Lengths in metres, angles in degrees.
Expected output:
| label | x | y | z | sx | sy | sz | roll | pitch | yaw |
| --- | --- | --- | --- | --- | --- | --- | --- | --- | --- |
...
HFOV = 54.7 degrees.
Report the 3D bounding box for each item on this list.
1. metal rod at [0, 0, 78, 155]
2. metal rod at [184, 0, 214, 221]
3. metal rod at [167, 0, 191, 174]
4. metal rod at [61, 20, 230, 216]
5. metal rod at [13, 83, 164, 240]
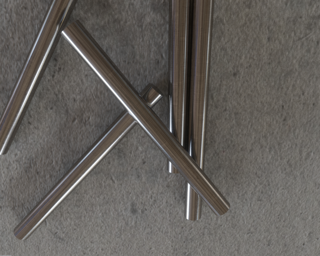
| label | x | y | z | sx | sy | sz | roll | pitch | yaw |
| --- | --- | --- | --- | --- | --- | --- | --- | --- | --- |
| metal rod | -0.142 | -0.093 | 0.373 | 0.025 | 0.025 | 0.298 | 29 | 107 | -11 |
| metal rod | 0.049 | -0.010 | 0.406 | 0.025 | 0.025 | 0.298 | 0 | 110 | -1 |
| metal rod | 0.023 | -0.082 | 0.379 | 0.025 | 0.025 | 0.298 | 0 | 110 | -1 |
| metal rod | -0.007 | 0.000 | 0.381 | 0.025 | 0.025 | 0.300 | -36 | 107 | 12 |
| metal rod | -0.106 | 0.054 | 0.428 | 0.025 | 0.025 | 0.299 | 41 | 105 | -14 |
